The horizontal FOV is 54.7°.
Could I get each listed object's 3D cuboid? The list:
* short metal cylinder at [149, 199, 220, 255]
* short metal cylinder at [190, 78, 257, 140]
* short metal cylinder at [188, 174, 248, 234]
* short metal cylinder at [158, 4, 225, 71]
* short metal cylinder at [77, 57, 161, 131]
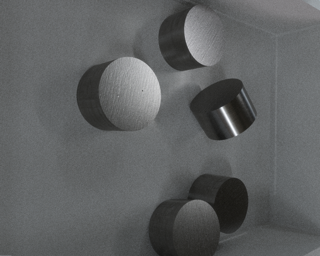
[{"bbox_3d":[0.033,0.135,0.409,0.081,0.050,0.080,9,75,-35],"label":"short metal cylinder"},{"bbox_3d":[0.091,-0.028,0.447,0.080,0.080,0.050,-49,119,-29],"label":"short metal cylinder"},{"bbox_3d":[0.087,0.111,0.463,0.081,0.050,0.080,0,90,-40],"label":"short metal cylinder"},{"bbox_3d":[0.045,-0.122,0.427,0.081,0.050,0.080,0,90,-40],"label":"short metal cylinder"},{"bbox_3d":[-0.046,-0.036,0.352,0.081,0.050,0.080,0,90,-40],"label":"short metal cylinder"}]
